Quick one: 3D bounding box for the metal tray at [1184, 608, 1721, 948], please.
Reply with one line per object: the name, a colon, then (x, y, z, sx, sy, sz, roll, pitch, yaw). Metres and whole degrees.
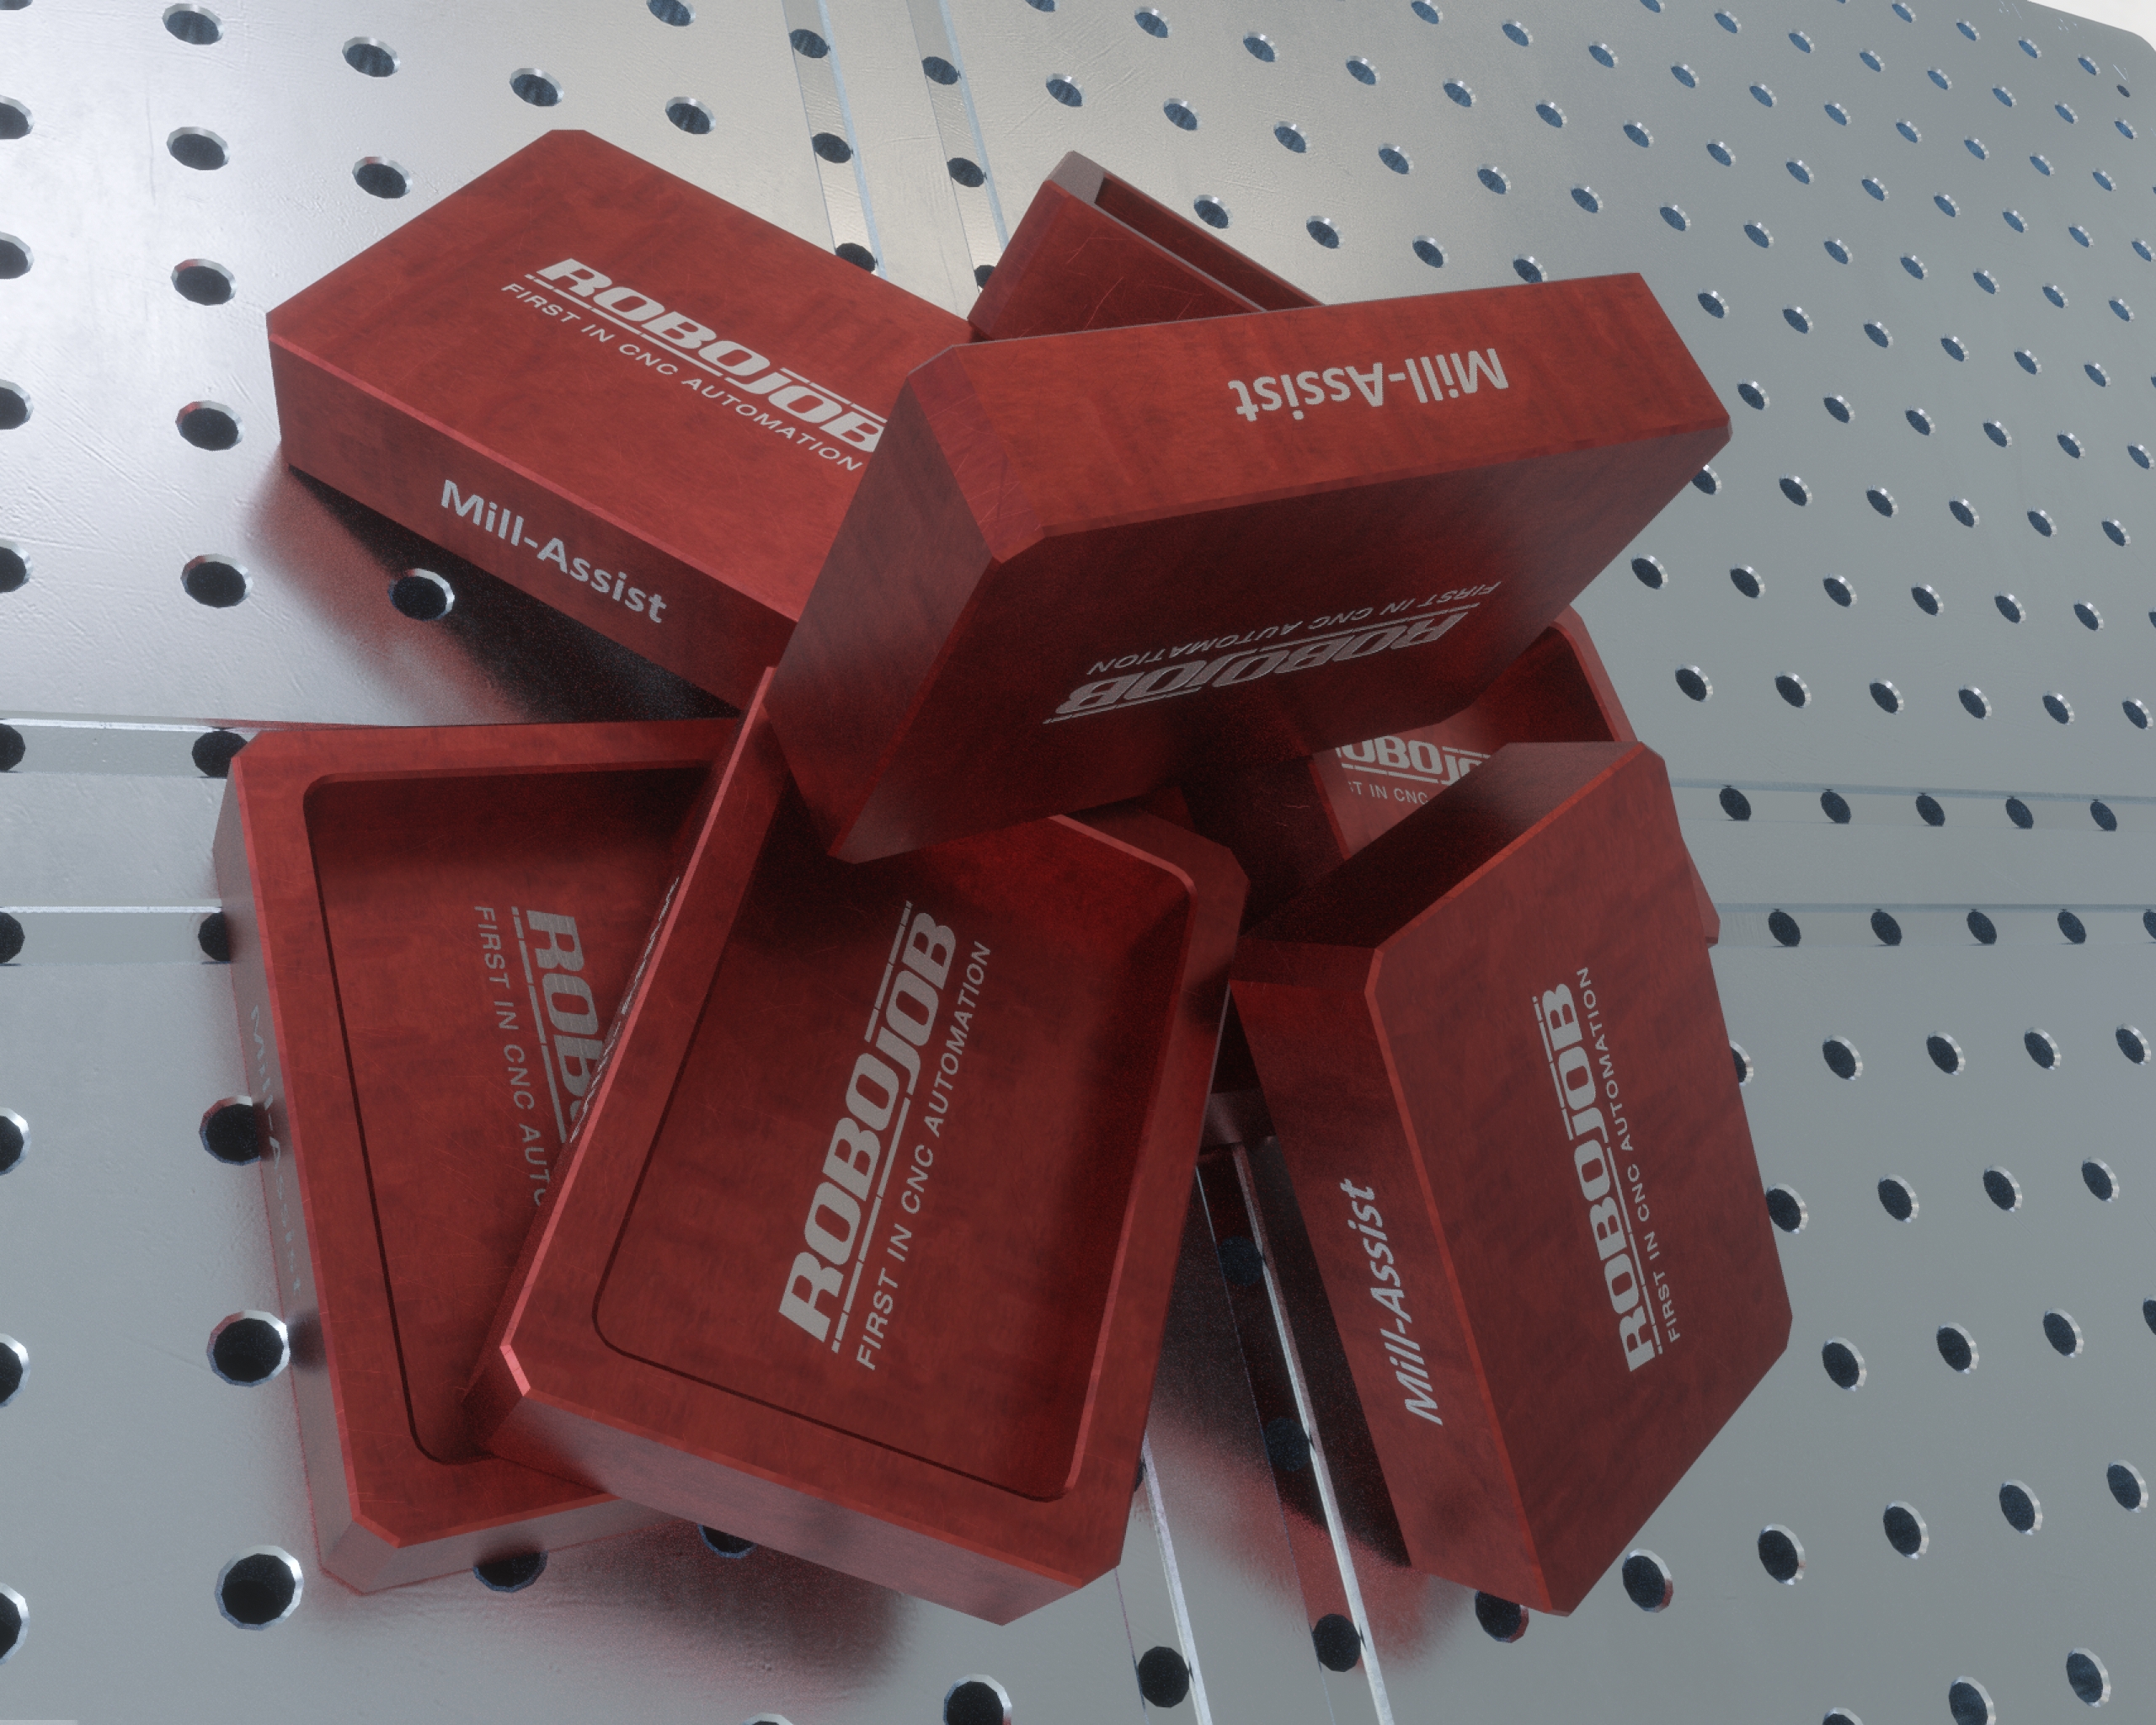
metal tray: (0.073, -0.020, 0.432, 0.131, 0.030, 0.090, 6, 58, -45)

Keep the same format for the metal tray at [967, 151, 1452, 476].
metal tray: (0.028, -0.112, 0.444, 0.090, 0.030, 0.130, 29, 19, -9)

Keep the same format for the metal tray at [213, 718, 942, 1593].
metal tray: (-0.082, 0.040, 0.337, 0.091, 0.030, 0.130, -4, 63, -31)

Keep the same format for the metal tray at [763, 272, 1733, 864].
metal tray: (0.025, -0.046, 0.325, 0.131, 0.090, 0.030, -14, 69, -29)

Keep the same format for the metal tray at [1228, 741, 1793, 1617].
metal tray: (0.082, 0.054, 0.373, 0.091, 0.030, 0.129, -33, 113, -37)

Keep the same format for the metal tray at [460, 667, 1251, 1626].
metal tray: (-0.028, 0.040, 0.326, 0.090, 0.030, 0.130, 24, 53, -13)

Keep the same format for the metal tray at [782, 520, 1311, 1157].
metal tray: (-0.008, -0.007, 0.404, 0.091, 0.030, 0.130, -4, 61, -32)

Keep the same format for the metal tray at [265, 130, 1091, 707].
metal tray: (-0.071, -0.083, 0.395, 0.130, 0.030, 0.090, 29, 51, 10)
